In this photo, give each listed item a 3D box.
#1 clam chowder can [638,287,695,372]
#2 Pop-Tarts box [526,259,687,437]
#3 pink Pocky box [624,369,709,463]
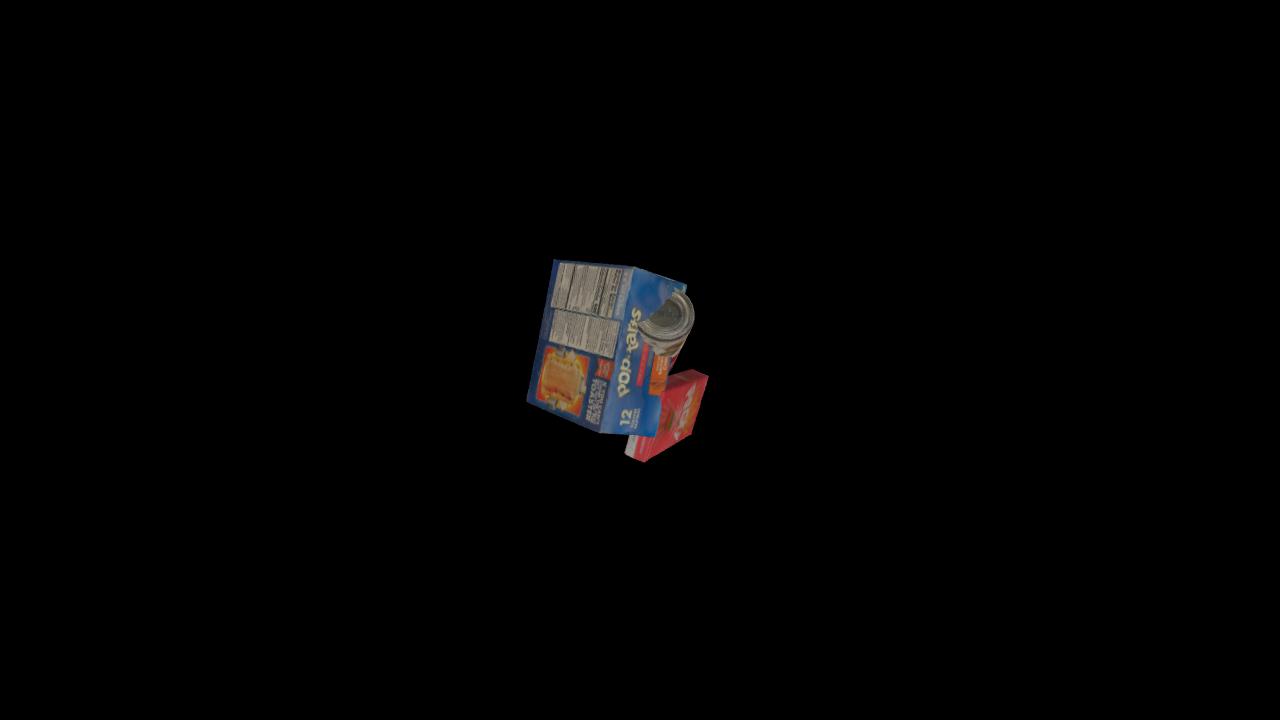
[{"bbox_3d":[0.015,-0.028,0.657,0.068,0.068,0.102,0,-25,-10],"label":"clam chowder can"},{"bbox_3d":[-0.039,-0.016,0.668,0.083,0.167,0.141,8,4,-42],"label":"Pop-Tarts box"},{"bbox_3d":[0.035,0.061,0.721,0.029,0.084,0.155,20,13,21],"label":"pink Pocky box"}]
